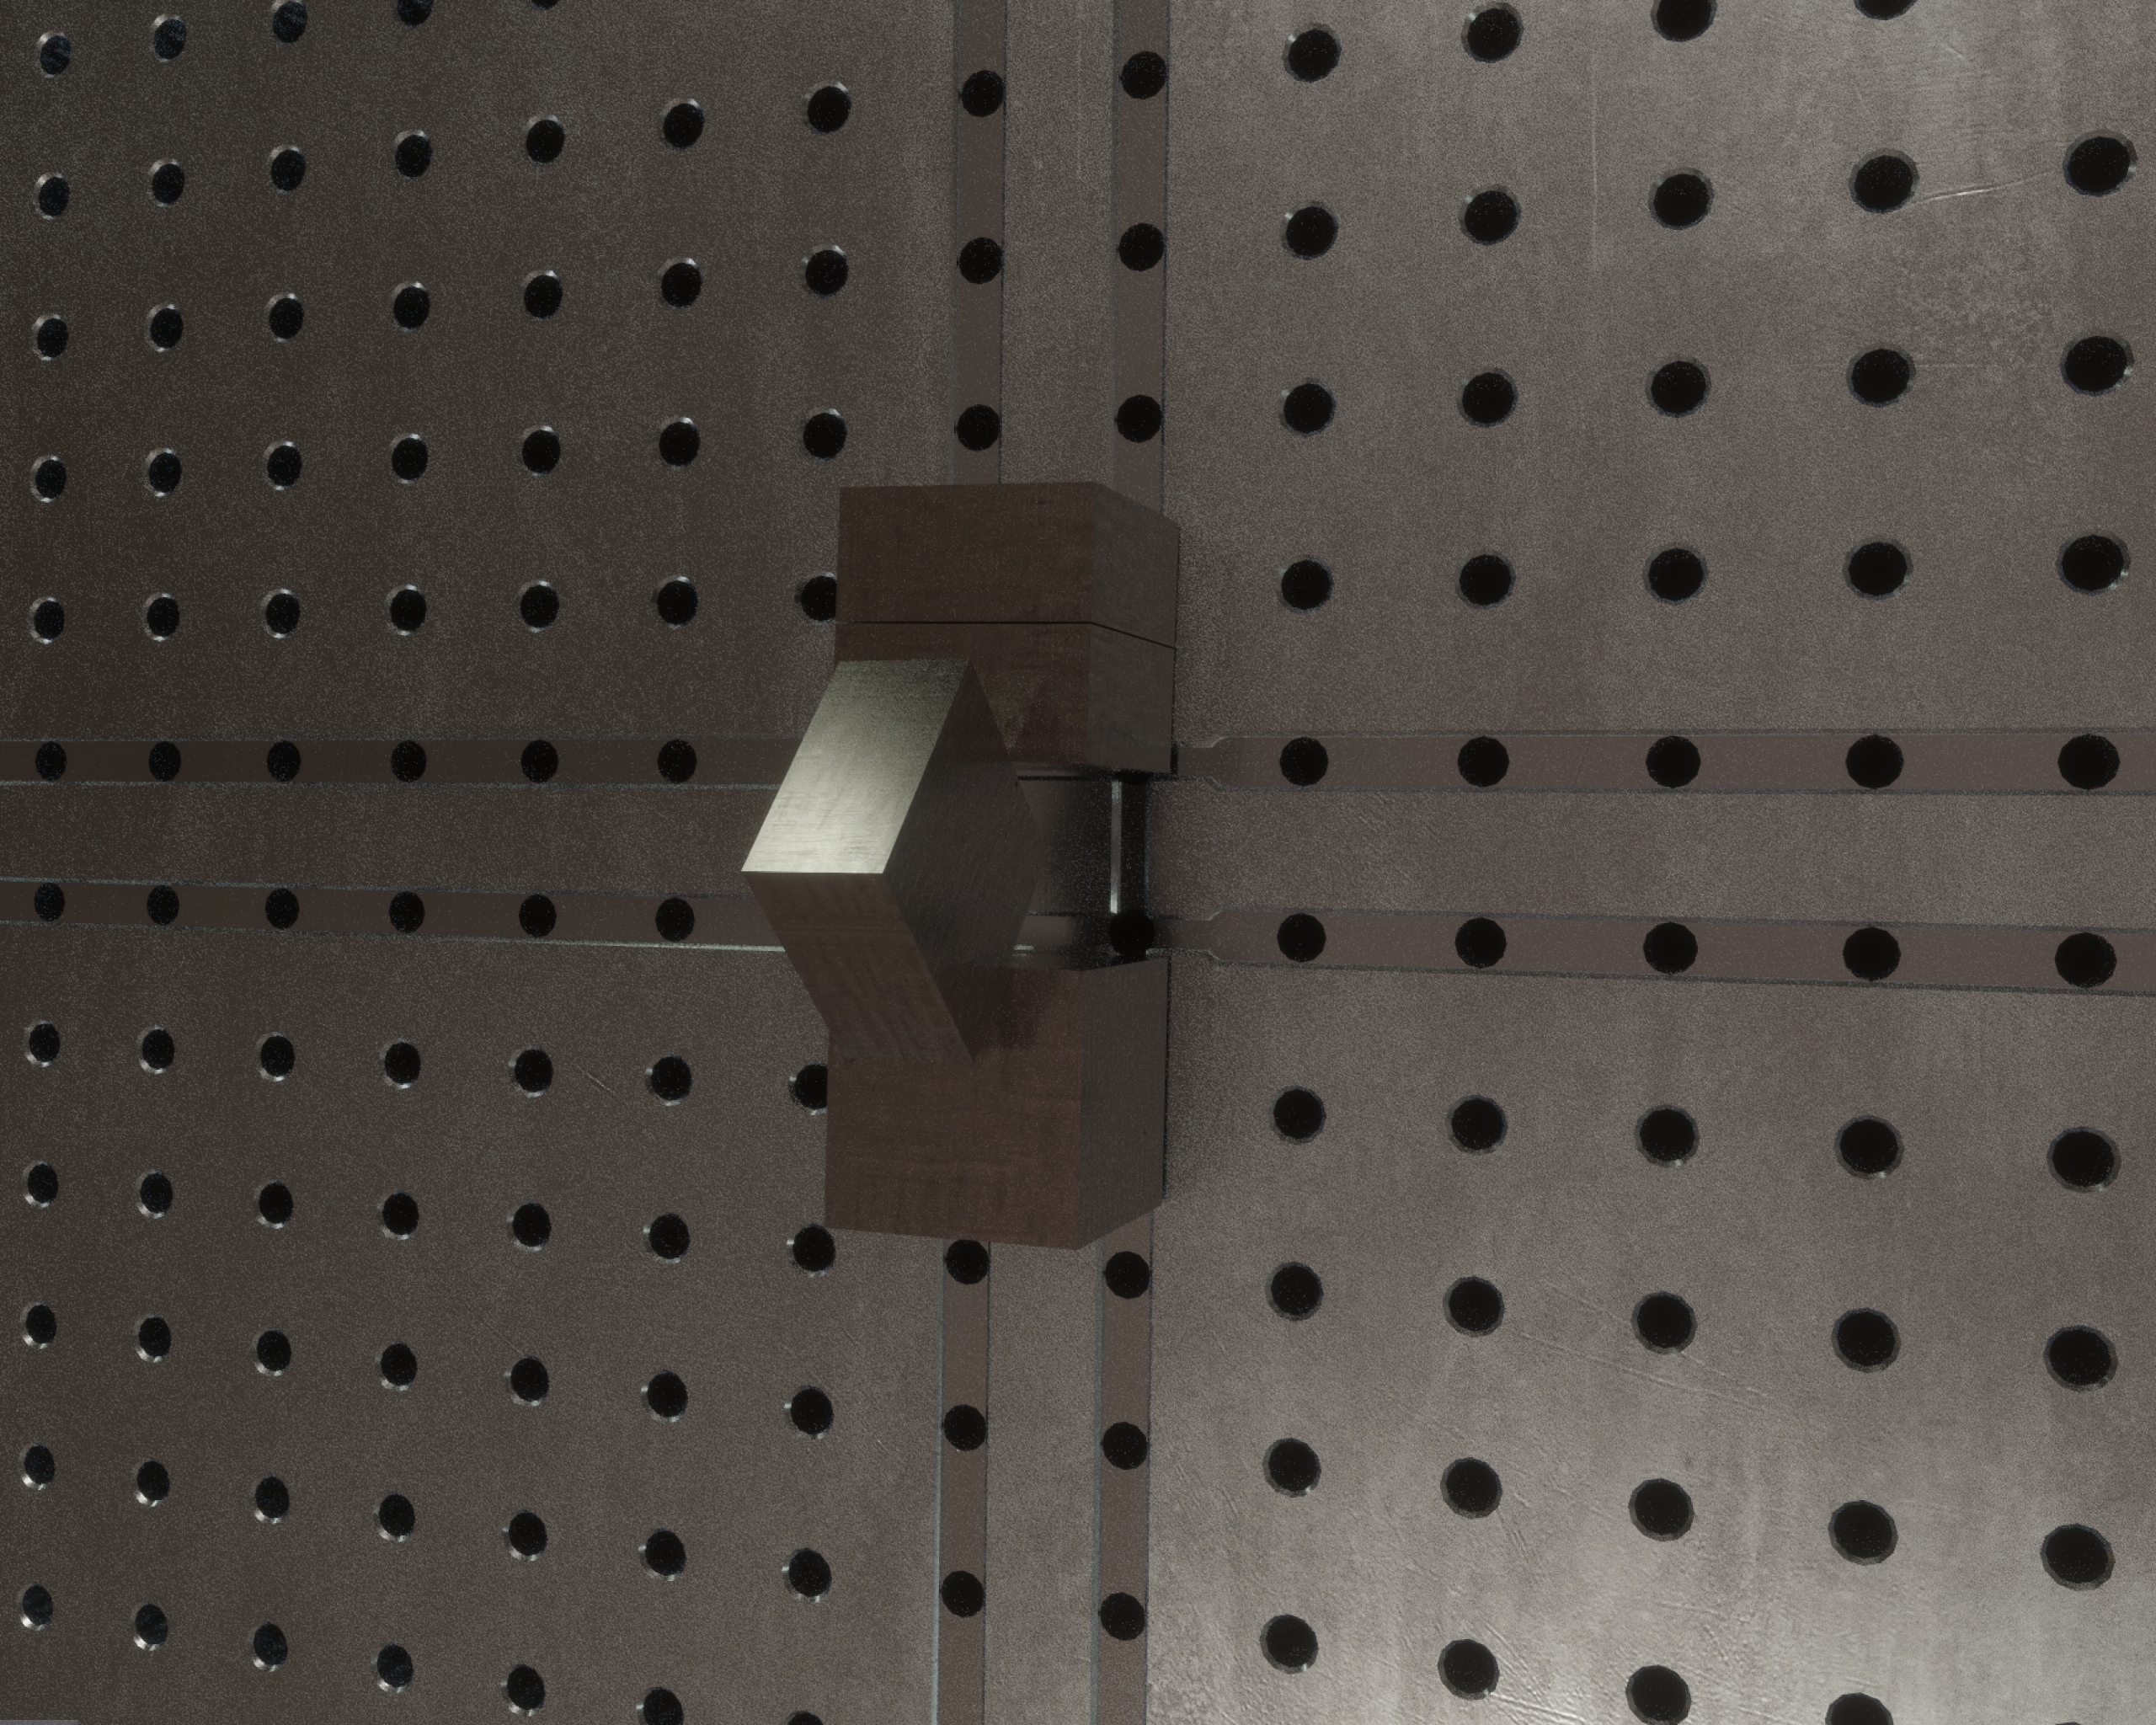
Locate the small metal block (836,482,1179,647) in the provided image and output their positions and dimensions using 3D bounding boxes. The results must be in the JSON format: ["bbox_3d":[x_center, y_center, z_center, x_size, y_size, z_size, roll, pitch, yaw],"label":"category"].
[{"bbox_3d":[-0.012,-0.056,0.402,0.050,0.050,0.025,2,91,19],"label":"small metal block"}]

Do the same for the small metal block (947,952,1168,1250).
[{"bbox_3d":[-0.003,0.044,0.398,0.025,0.050,0.050,2,91,20],"label":"small metal block"}]

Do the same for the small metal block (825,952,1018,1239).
[{"bbox_3d":[-0.026,0.043,0.407,0.025,0.050,0.050,2,91,20],"label":"small metal block"}]

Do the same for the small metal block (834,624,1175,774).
[{"bbox_3d":[-0.013,-0.031,0.402,0.050,0.050,0.025,2,91,19],"label":"small metal block"}]

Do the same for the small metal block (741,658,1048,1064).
[{"bbox_3d":[-0.030,0.000,0.365,0.025,0.050,0.050,1,48,20],"label":"small metal block"}]
